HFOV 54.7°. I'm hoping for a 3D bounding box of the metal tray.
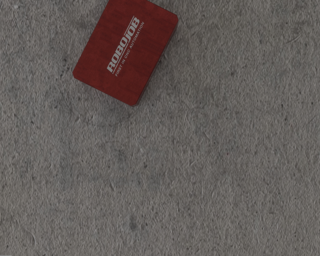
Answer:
[{"bbox_3d":[-0.044,-0.104,0.407,0.090,0.030,0.130,27,90,0],"label":"metal tray"}]
